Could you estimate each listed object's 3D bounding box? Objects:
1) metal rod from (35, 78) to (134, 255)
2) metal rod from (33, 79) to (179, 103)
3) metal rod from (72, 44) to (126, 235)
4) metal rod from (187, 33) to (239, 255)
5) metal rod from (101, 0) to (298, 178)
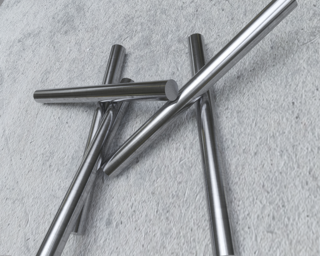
[{"bbox_3d":[-0.091,0.054,0.392,0.025,0.025,0.300,1,54,28],"label":"metal rod"},{"bbox_3d":[-0.100,-0.050,0.454,0.300,0.025,0.025,3,63,41],"label":"metal rod"},{"bbox_3d":[-0.088,-0.001,0.451,0.025,0.025,0.300,-6,59,25],"label":"metal rod"},{"bbox_3d":[0.058,-0.003,0.375,0.025,0.025,0.299,-15,55,20],"label":"metal rod"},{"bbox_3d":[0.039,-0.045,0.378,0.300,0.025,0.025,-43,50,11],"label":"metal rod"}]
